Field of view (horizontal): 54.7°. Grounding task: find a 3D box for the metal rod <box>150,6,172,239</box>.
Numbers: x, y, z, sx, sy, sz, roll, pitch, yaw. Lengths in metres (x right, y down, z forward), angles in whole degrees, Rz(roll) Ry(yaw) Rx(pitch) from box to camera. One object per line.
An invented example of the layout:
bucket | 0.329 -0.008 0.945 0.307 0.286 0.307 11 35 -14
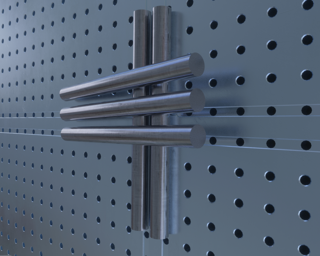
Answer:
metal rod | 0.001 -0.007 0.407 0.025 0.025 0.298 1 91 39

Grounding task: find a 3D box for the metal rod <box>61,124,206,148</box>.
metal rod | -0.061 0.009 0.430 0.300 0.025 0.025 0 90 48

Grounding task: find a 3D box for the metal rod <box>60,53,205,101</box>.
metal rod | -0.063 -0.063 0.432 0.300 0.025 0.025 -2 89 47

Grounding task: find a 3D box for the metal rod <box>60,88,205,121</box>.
metal rod | -0.062 -0.026 0.431 0.300 0.025 0.025 -1 89 48

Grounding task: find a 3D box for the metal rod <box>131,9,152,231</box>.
metal rod | -0.026 -0.010 0.429 0.025 0.025 0.298 1 91 39
